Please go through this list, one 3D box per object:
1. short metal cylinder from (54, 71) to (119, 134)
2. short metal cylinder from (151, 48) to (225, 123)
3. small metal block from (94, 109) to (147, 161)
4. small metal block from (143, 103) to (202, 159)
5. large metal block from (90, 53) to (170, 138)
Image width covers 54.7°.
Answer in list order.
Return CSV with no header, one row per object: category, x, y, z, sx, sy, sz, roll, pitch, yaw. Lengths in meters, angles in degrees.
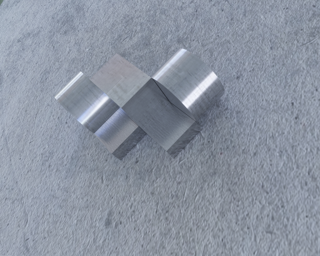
short metal cylinder,-0.103,-0.036,0.446,0.050,0.080,0.080,-46,51,-4
short metal cylinder,0.033,-0.051,0.385,0.050,0.080,0.080,-46,51,-4
small metal block,-0.055,0.009,0.430,0.050,0.025,0.050,-46,51,-4
small metal block,0.016,0.003,0.396,0.050,0.025,0.050,-46,51,-4
large metal block,-0.035,-0.043,0.415,0.050,0.080,0.080,-46,52,-4
